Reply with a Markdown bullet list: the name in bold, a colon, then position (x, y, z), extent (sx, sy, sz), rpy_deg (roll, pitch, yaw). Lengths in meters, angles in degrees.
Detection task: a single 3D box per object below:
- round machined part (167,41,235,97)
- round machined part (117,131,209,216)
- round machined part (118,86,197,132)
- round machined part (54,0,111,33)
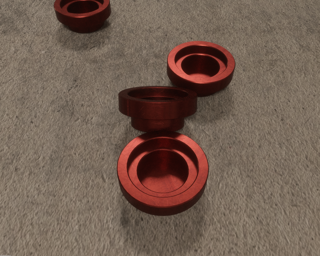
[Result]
- **round machined part**: position (0.060, -0.084, 0.464), extent (0.099, 0.042, 0.098), rpy_deg (0, 50, 0)
- **round machined part**: position (0.003, 0.053, 0.348), extent (0.099, 0.042, 0.098), rpy_deg (0, 50, 0)
- **round machined part**: position (-0.003, -0.024, 0.393), extent (0.099, 0.042, 0.098), rpy_deg (1, 18, 0)
- **round machined part**: position (-0.139, -0.210, 0.567), extent (0.099, 0.042, 0.098), rpy_deg (0, 50, 0)
